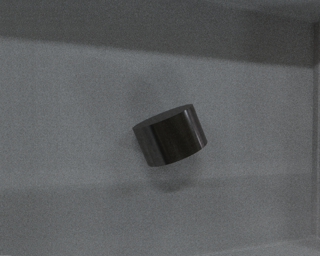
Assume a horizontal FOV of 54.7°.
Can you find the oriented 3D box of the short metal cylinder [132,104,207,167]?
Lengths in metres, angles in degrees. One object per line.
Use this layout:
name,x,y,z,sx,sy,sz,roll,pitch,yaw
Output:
short metal cylinder,0.012,0.008,0.387,0.081,0.080,0.050,-25,99,-19
